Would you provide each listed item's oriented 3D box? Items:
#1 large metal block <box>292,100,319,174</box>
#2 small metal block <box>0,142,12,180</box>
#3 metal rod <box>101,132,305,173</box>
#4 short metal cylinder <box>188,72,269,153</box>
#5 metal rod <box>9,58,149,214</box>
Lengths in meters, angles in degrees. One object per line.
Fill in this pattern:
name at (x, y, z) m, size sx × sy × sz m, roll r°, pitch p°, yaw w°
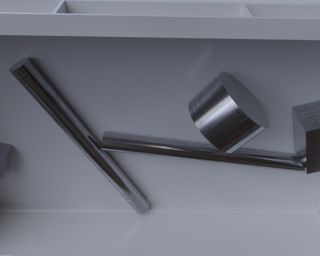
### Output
large metal block at (0.223, 0.008, 0.403) m, size 0.080 × 0.050 × 0.080 m, roll -14°, pitch 129°, yaw 11°
small metal block at (-0.244, 0.044, 0.443) m, size 0.050 × 0.025 × 0.050 m, roll 15°, pitch 128°, yaw -13°
metal rod at (0.071, 0.037, 0.441) m, size 0.302 × 0.025 × 0.025 m, roll 7°, pitch 130°, yaw -7°
short metal cylinder at (0.079, -0.018, 0.359) m, size 0.080 × 0.080 × 0.050 m, roll 33°, pitch 123°, yaw -25°
metal rod at (-0.094, 0.031, 0.434) m, size 0.025 × 0.025 × 0.299 m, roll -20°, pitch 128°, yaw 16°
